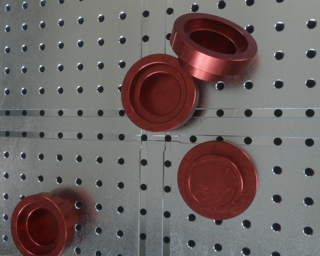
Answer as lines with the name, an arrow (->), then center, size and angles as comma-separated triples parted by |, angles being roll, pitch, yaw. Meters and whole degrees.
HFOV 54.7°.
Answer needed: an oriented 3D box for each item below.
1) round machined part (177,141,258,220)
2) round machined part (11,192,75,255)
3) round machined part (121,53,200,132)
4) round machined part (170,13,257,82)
round machined part -> 0.068, 0.064, 0.379 | 0.098, 0.042, 0.097 | 0, 90, 19
round machined part -> -0.168, 0.144, 0.461 | 0.098, 0.042, 0.097 | 0, 90, 19
round machined part -> 0.003, -0.044, 0.402 | 0.098, 0.042, 0.097 | 0, 90, 19
round machined part -> 0.059, -0.091, 0.363 | 0.098, 0.099, 0.042 | 35, 137, 16
